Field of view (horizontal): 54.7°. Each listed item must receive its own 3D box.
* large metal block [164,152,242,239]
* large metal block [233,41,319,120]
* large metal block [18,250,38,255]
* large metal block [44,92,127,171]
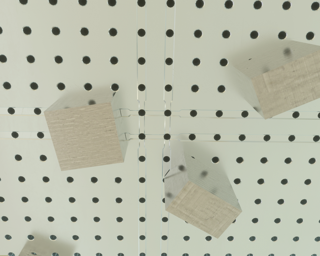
[{"bbox_3d":[0.054,0.088,0.417,0.080,0.080,0.050,31,107,-11],"label":"large metal block"},{"bbox_3d":[0.142,-0.059,0.364,0.080,0.080,0.050,-23,109,8],"label":"large metal block"},{"bbox_3d":[-0.203,0.254,0.491,0.080,0.050,0.080,25,108,-10],"label":"large metal block"},{"bbox_3d":[-0.091,0.003,0.400,0.080,0.050,0.079,-8,110,2],"label":"large metal block"}]
